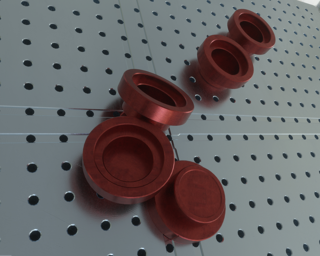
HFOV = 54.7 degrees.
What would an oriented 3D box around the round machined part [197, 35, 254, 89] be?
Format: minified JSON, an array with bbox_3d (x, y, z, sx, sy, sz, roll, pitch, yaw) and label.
[{"bbox_3d":[0.104,-0.105,0.520,0.099,0.042,0.098,14,56,-21],"label":"round machined part"}]

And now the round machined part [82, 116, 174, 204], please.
[{"bbox_3d":[-0.037,0.038,0.348,0.099,0.042,0.098,7,57,-11],"label":"round machined part"}]

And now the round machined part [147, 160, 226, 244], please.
[{"bbox_3d":[0.038,0.083,0.368,0.099,0.042,0.098,14,56,-21],"label":"round machined part"}]

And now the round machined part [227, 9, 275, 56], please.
[{"bbox_3d":[0.172,-0.180,0.603,0.099,0.042,0.098,14,56,-21],"label":"round machined part"}]

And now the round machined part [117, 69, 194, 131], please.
[{"bbox_3d":[-0.009,-0.032,0.397,0.099,0.042,0.098,23,26,-12],"label":"round machined part"}]
